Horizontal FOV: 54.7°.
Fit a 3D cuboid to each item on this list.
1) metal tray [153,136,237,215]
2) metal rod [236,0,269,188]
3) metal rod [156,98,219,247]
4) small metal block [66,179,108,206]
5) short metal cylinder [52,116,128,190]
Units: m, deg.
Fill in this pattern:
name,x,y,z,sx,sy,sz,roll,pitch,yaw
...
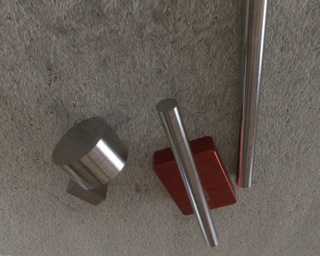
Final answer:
name,x,y,z,sx,sy,sz,roll,pitch,yaw
metal tray,0.055,0.077,0.470,0.090,0.030,0.130,-18,128,15
metal rod,0.110,-0.030,0.382,0.025,0.025,0.298,-6,130,5
metal rod,0.048,0.084,0.438,0.025,0.025,0.299,-12,129,10
small metal block,-0.105,0.079,0.457,0.050,0.050,0.025,35,122,-26
short metal cylinder,-0.088,0.031,0.397,0.080,0.080,0.050,-22,127,18
